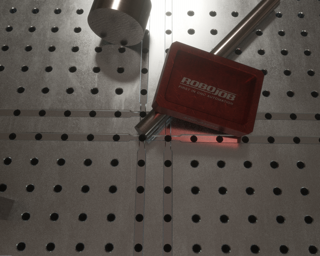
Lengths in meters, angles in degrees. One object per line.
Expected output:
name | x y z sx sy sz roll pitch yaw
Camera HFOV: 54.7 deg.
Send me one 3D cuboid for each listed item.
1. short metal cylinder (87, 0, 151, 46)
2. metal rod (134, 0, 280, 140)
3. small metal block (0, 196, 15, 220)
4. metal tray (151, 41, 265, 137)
short metal cylinder | -0.056 -0.162 0.441 0.080 0.080 0.050 11 71 4
metal rod | 0.077 -0.097 0.448 0.025 0.025 0.301 41 74 13
small metal block | -0.210 0.089 0.363 0.050 0.050 0.025 12 71 4
metal tray | 0.064 -0.049 0.407 0.131 0.030 0.090 17 77 -8
